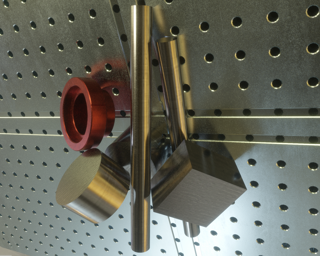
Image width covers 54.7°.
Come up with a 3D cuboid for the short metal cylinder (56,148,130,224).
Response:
[{"bbox_3d":[-0.084,0.072,0.392,0.080,0.080,0.050,-22,129,36],"label":"short metal cylinder"}]

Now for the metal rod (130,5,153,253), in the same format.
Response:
[{"bbox_3d":[-0.023,0.012,0.375,0.025,0.025,0.298,7,104,24],"label":"metal rod"}]

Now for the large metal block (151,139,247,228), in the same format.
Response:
[{"bbox_3d":[0.044,0.071,0.385,0.080,0.050,0.080,24,121,-24],"label":"large metal block"}]

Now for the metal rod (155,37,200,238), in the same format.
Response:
[{"bbox_3d":[0.029,0.031,0.415,0.025,0.025,0.298,5,121,26],"label":"metal rod"}]

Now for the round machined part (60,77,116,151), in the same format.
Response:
[{"bbox_3d":[-0.096,-0.019,0.420,0.098,0.042,0.097,5,96,50],"label":"round machined part"}]

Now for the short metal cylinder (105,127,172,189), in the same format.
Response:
[{"bbox_3d":[-0.030,0.041,0.436,0.080,0.050,0.079,13,124,21],"label":"short metal cylinder"}]
